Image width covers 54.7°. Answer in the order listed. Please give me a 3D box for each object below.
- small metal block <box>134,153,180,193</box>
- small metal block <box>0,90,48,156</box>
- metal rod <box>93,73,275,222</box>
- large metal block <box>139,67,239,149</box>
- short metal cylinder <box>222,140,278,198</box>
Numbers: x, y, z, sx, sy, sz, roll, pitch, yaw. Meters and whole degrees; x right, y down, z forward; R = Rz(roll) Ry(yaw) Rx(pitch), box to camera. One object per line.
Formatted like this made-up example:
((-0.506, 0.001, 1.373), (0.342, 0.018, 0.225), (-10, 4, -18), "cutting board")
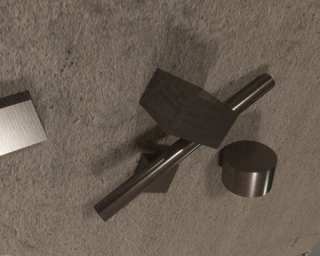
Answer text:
((-0.007, 0.065, 0.445), (0.050, 0.025, 0.050), (9, 114, -33), "small metal block")
((-0.152, -0.005, 0.321), (0.050, 0.025, 0.050), (-20, 127, -17), "small metal block")
((0.042, 0.019, 0.419), (0.301, 0.025, 0.025), (-37, 130, -13), "metal rod")
((0.033, -0.024, 0.376), (0.081, 0.080, 0.050), (18, 109, -36), "large metal block")
((0.139, 0.063, 0.489), (0.081, 0.080, 0.050), (-16, 125, -20), "short metal cylinder")
